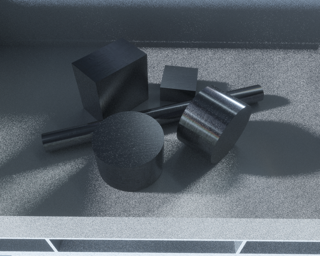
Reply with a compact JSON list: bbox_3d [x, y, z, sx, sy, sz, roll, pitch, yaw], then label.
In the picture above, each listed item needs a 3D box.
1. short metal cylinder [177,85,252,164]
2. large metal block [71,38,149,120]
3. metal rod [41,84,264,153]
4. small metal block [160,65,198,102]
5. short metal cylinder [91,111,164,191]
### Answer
[{"bbox_3d":[0.065,-0.004,0.372,0.050,0.080,0.080,35,58,25],"label":"short metal cylinder"},{"bbox_3d":[-0.063,-0.062,0.420,0.080,0.080,0.050,-36,59,-26],"label":"large metal block"},{"bbox_3d":[0.000,-0.016,0.417,0.302,0.025,0.025,-14,52,-12],"label":"metal rod"},{"bbox_3d":[0.029,-0.065,0.458,0.050,0.025,0.050,7,50,5],"label":"small metal block"},{"bbox_3d":[-0.036,0.026,0.364,0.081,0.050,0.080,0,50,0],"label":"short metal cylinder"}]
